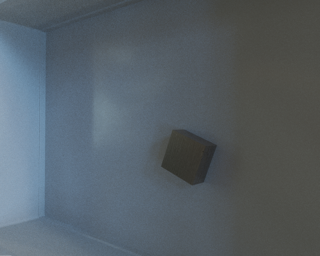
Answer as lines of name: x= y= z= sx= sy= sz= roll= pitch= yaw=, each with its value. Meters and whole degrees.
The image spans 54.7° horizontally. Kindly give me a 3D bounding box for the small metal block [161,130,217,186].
small metal block: x=0.034 y=0.034 z=0.377 sx=0.050 sy=0.025 sz=0.050 roll=27 pitch=107 yaw=36
